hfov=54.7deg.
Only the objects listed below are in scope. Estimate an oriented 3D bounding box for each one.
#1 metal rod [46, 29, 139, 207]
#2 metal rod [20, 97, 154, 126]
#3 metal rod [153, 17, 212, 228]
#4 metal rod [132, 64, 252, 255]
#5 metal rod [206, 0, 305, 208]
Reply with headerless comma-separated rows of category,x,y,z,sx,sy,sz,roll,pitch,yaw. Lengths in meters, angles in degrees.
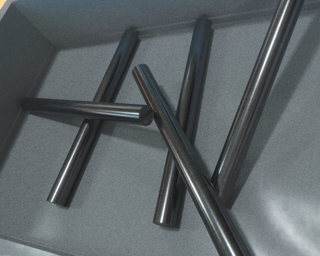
metal rod,-0.095,-0.029,0.473,0.025,0.025,0.300,6,64,31
metal rod,-0.128,-0.029,0.461,0.300,0.025,0.025,7,65,41
metal rod,0.035,-0.026,0.403,0.025,0.025,0.300,-1,61,27
metal rod,0.025,0.027,0.342,0.025,0.025,0.300,-32,52,8
metal rod,0.111,-0.058,0.330,0.025,0.025,0.299,20,89,35
